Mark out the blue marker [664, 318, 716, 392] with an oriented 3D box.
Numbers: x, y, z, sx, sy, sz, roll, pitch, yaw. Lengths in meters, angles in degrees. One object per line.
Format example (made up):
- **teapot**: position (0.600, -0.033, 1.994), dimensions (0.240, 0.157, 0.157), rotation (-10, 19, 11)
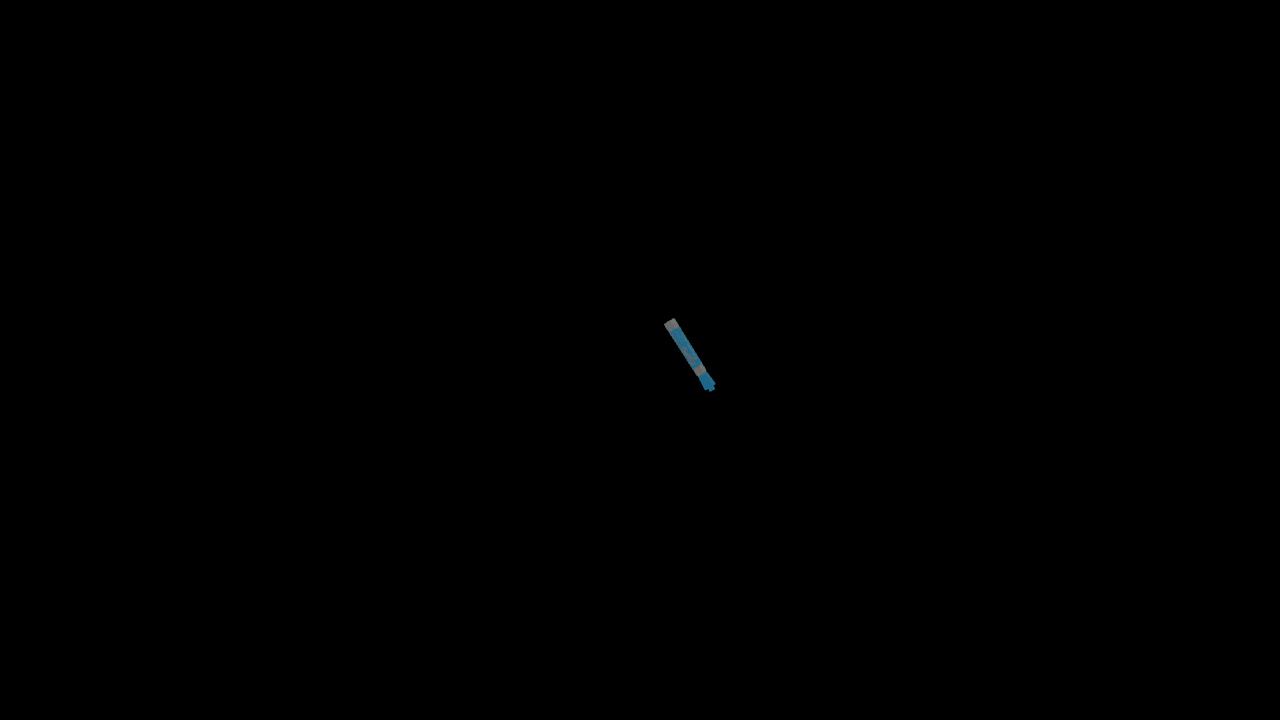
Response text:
- **blue marker**: position (0.075, -0.006, 0.908), dimensions (0.020, 0.121, 0.020), rotation (-32, -1, -1)
